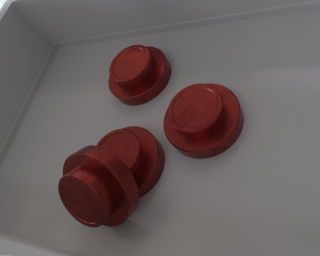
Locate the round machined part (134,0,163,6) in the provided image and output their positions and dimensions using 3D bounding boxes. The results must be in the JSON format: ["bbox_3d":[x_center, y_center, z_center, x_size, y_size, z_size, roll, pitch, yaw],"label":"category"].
[{"bbox_3d":[-0.016,-0.279,0.577,0.098,0.042,0.098,-13,56,21],"label":"round machined part"}]

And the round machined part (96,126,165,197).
[{"bbox_3d":[-0.047,0.040,0.395,0.098,0.042,0.098,-13,56,21],"label":"round machined part"}]

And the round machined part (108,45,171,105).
[{"bbox_3d":[-0.036,-0.086,0.467,0.098,0.042,0.098,-13,56,21],"label":"round machined part"}]

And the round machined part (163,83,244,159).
[{"bbox_3d":[0.049,-0.015,0.379,0.098,0.042,0.098,-13,56,21],"label":"round machined part"}]

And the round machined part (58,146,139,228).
[{"bbox_3d":[-0.076,0.072,0.352,0.098,0.097,0.042,7,27,31],"label":"round machined part"}]
